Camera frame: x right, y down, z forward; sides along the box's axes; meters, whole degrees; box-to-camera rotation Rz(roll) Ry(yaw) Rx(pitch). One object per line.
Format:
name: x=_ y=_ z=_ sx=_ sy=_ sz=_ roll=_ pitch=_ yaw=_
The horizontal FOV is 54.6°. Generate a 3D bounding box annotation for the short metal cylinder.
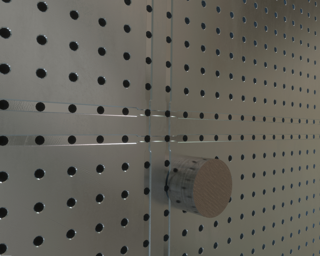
short metal cylinder: x=0.057 y=0.081 z=0.440 sx=0.081 sy=0.050 sz=0.080 roll=0 pitch=90 yaw=-40
